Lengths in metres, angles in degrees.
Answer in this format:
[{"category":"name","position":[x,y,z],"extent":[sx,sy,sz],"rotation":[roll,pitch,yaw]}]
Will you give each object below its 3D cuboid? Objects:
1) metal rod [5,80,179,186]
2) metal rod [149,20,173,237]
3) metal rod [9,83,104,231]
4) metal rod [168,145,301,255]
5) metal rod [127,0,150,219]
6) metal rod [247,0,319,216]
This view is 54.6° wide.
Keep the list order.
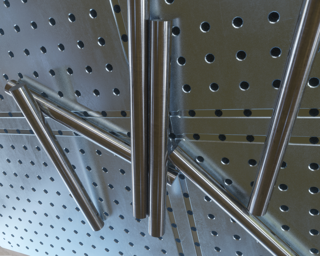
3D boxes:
[{"category":"metal rod","position":[-0.109,0.003,0.471],"extent":[0.301,0.025,0.025],"rotation":[28,128,10]},{"category":"metal rod","position":[-0.002,0.018,0.400],"extent":[0.025,0.025,0.298],"rotation":[12,116,22]},{"category":"metal rod","position":[-0.161,0.064,0.516],"extent":[0.025,0.025,0.299],"rotation":[-1,124,29]},{"category":"metal rod","position":[0.127,0.133,0.426],"extent":[0.300,0.025,0.025],"rotation":[42,129,-1]},{"category":"metal rod","position":[-0.026,-0.009,0.398],"extent":[0.025,0.025,0.298],"rotation":[12,117,22]},{"category":"metal rod","position":[0.134,-0.018,0.329],"extent":[0.025,0.025,0.298],"rotation":[15,125,19]}]
